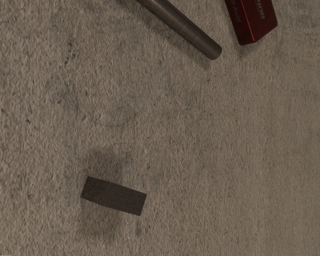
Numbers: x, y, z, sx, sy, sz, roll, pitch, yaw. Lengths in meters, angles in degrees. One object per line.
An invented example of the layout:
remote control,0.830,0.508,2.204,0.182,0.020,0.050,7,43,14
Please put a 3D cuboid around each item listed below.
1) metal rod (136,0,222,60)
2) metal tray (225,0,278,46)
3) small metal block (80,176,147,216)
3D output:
metal rod,-0.022,-0.170,0.387,0.301,0.025,0.025,27,73,-37
metal tray,0.153,-0.220,0.532,0.091,0.030,0.129,-39,114,-33
small metal block,-0.052,0.076,0.347,0.050,0.050,0.025,28,73,-37
